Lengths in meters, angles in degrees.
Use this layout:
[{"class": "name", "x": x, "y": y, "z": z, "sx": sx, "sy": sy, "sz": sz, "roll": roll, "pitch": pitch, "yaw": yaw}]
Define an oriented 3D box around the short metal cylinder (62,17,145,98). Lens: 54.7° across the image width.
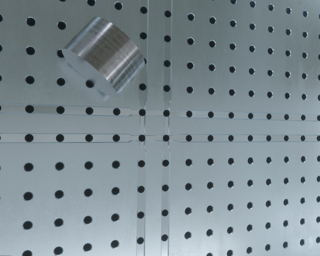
[{"class": "short metal cylinder", "x": -0.065, "y": -0.080, "z": 0.360, "sx": 0.080, "sy": 0.080, "sz": 0.050, "roll": 42, "pitch": 77, "yaw": -16}]
